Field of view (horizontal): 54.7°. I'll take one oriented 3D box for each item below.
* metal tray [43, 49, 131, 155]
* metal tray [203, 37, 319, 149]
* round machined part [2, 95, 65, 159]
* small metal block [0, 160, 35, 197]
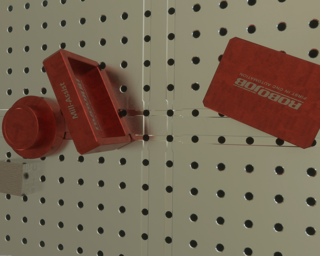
[{"bbox_3d":[-0.093,-0.033,0.410,0.030,0.090,0.130,-26,82,18],"label":"metal tray"},{"bbox_3d":[0.128,-0.042,0.365,0.130,0.030,0.090,25,98,18],"label":"metal tray"},{"bbox_3d":[-0.200,-0.001,0.474,0.098,0.042,0.097,0,90,20],"label":"round machined part"},{"bbox_3d":[-0.230,0.078,0.494,0.050,0.025,0.050,5,92,20],"label":"small metal block"}]
